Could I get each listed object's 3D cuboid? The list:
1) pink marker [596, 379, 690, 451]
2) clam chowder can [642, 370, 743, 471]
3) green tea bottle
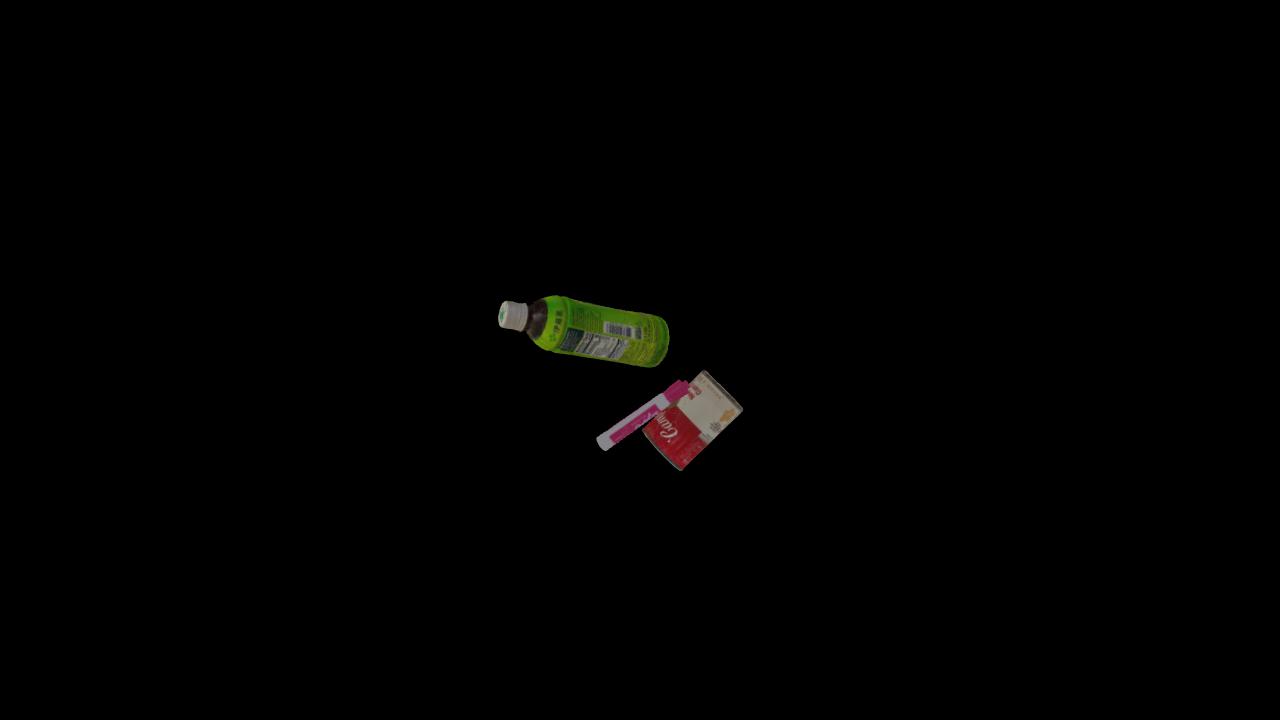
[{"bbox_3d":[0.004,0.060,0.684,0.121,0.020,0.020,-36,-6,9],"label":"pink marker"},{"bbox_3d":[0.061,0.069,0.714,0.102,0.068,0.068,-44,-2,2],"label":"clam chowder can"},{"bbox_3d":[-0.065,-0.038,0.744,0.212,0.073,0.073,11,-6,-34],"label":"green tea bottle"}]
